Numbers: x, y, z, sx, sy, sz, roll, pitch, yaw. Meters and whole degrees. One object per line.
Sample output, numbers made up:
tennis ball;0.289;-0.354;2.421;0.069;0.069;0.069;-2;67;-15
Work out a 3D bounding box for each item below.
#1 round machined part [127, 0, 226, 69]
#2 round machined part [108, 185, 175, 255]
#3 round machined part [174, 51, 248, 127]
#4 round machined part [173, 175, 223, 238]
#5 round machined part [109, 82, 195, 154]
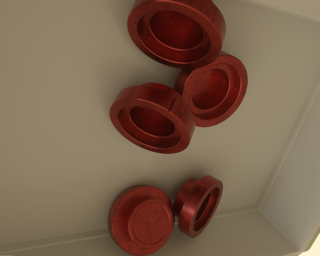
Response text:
round machined part;0.020;-0.108;0.320;0.098;0.098;0.042;38;60;-39
round machined part;-0.021;0.132;0.441;0.099;0.042;0.097;2;85;-28
round machined part;0.060;-0.053;0.400;0.099;0.042;0.097;-14;124;-21
round machined part;0.056;0.118;0.487;0.099;0.042;0.097;-37;140;-40
round machined part;-0.006;-0.015;0.363;0.098;0.098;0.042;57;45;-40
